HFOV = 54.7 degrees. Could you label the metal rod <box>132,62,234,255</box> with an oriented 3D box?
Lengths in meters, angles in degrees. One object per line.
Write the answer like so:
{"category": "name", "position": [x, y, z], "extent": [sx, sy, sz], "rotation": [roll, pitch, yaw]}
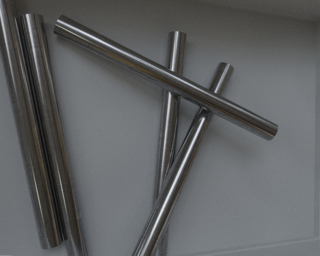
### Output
{"category": "metal rod", "position": [0.032, 0.042, 0.399], "extent": [0.025, 0.025, 0.300], "rotation": [32, 71, -17]}

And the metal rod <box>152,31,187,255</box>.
{"category": "metal rod", "position": [0.010, 0.022, 0.414], "extent": [0.025, 0.025, 0.298], "rotation": [6, 88, -20]}

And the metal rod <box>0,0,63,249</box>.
{"category": "metal rod", "position": [-0.152, -0.010, 0.354], "extent": [0.025, 0.025, 0.298], "rotation": [-11, 94, -20]}

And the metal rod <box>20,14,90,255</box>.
{"category": "metal rod", "position": [-0.122, 0.020, 0.365], "extent": [0.025, 0.025, 0.298], "rotation": [-11, 94, -20]}

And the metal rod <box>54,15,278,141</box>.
{"category": "metal rod", "position": [0.015, -0.058, 0.389], "extent": [0.301, 0.025, 0.025], "rotation": [26, 82, -9]}
